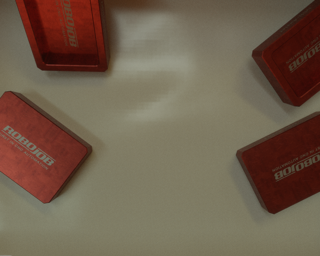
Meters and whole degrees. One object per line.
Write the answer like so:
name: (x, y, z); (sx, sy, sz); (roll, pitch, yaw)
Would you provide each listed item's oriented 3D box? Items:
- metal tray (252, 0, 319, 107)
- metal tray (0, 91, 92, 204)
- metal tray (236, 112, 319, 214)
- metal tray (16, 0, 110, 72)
metal tray: (0.196, -0.101, 0.396); (0.130, 0.030, 0.090); (-39, 107, 2)
metal tray: (-0.168, 0.024, 0.407); (0.130, 0.030, 0.090); (37, 90, -1)
metal tray: (0.181, 0.044, 0.411); (0.131, 0.030, 0.090); (-26, 90, -1)
metal tray: (-0.111, -0.128, 0.364); (0.091, 0.129, 0.030); (1, 47, -1)
